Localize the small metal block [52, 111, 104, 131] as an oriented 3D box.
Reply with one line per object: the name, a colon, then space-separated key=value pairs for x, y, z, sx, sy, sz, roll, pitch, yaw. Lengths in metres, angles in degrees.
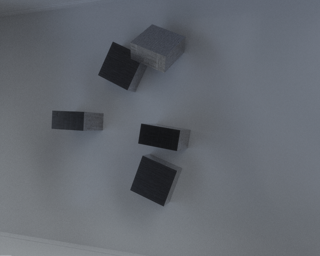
small metal block: x=-0.115 y=-0.010 z=0.436 sx=0.050 sy=0.050 sz=0.025 roll=3 pitch=91 yaw=19

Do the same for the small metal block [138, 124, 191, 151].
small metal block: x=0.007 y=0.011 z=0.394 sx=0.050 sy=0.050 sz=0.025 roll=10 pitch=94 yaw=19

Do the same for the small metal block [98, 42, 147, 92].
small metal block: x=-0.049 y=-0.084 z=0.427 sx=0.050 sy=0.025 sz=0.050 roll=29 pitch=99 yaw=17

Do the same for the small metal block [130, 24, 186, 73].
small metal block: x=-0.002 y=-0.102 z=0.396 sx=0.050 sy=0.050 sz=0.025 roll=26 pitch=143 yaw=18

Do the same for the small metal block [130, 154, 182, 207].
small metal block: x=-0.005 y=0.068 z=0.411 sx=0.050 sy=0.025 sz=0.050 roll=22 pitch=97 yaw=18
